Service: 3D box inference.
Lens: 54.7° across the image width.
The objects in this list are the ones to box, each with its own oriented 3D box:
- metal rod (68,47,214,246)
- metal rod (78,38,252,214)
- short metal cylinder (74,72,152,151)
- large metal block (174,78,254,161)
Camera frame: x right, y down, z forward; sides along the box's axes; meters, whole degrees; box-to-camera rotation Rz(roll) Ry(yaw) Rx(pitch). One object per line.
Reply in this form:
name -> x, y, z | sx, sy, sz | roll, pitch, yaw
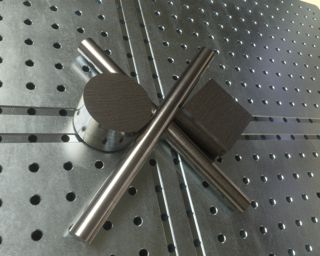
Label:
metal rod -> -0.005, -0.001, 0.374 | 0.025, 0.025, 0.301 | 37, 59, -4
metal rod -> 0.004, -0.005, 0.408 | 0.300, 0.025, 0.025 | 46, 51, 3
short metal cylinder -> -0.057, -0.019, 0.368 | 0.081, 0.050, 0.080 | 14, 56, -21
large metal block -> 0.069, -0.010, 0.430 | 0.080, 0.050, 0.080 | 44, 51, 2
